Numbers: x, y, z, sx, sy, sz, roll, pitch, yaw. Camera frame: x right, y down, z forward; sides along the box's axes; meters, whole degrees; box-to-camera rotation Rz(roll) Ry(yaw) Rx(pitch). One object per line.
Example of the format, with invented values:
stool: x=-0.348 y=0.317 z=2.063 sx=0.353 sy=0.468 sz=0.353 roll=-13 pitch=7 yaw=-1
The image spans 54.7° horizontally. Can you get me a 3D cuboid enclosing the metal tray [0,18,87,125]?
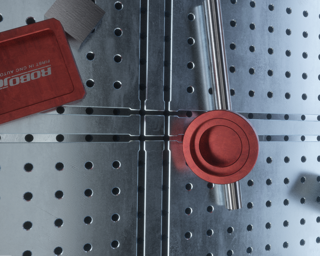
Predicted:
metal tray: x=-0.158 y=-0.056 z=0.338 sx=0.131 sy=0.030 sz=0.090 roll=-19 pitch=97 yaw=-8

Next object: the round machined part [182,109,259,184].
round machined part: x=0.083 y=0.023 z=0.418 sx=0.098 sy=0.042 sz=0.097 roll=2 pitch=96 yaw=21

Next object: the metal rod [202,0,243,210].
metal rod: x=0.091 y=-0.032 z=0.447 sx=0.025 sy=0.025 sz=0.298 roll=-8 pitch=93 yaw=-20

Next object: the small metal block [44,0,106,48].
small metal block: x=-0.103 y=-0.134 z=0.375 sx=0.050 sy=0.025 sz=0.050 roll=37 pitch=78 yaw=-17
